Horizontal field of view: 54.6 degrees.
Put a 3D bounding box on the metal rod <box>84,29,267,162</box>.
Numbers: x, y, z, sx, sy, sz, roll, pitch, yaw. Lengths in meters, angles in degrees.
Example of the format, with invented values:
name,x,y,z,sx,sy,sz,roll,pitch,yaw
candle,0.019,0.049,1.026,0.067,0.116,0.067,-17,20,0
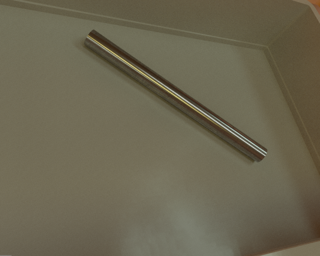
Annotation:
name,x,y,z,sx,sy,sz,roll,pitch,yaw
metal rod,0.026,-0.043,0.445,0.301,0.025,0.025,34,51,-6
